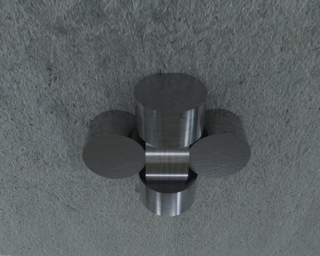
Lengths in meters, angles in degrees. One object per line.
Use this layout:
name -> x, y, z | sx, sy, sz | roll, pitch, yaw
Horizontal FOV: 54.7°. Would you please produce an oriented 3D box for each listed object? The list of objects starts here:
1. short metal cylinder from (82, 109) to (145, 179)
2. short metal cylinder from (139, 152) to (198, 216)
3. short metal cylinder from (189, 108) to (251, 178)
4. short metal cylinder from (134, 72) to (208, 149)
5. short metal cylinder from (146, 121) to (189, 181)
short metal cylinder -> -0.058, 0.022, 0.410 | 0.081, 0.050, 0.079 | -1, 130, -1
short metal cylinder -> 0.011, 0.077, 0.439 | 0.081, 0.080, 0.050 | 0, 130, 0
short metal cylinder -> 0.074, 0.021, 0.410 | 0.080, 0.050, 0.079 | 0, 131, 0
short metal cylinder -> 0.012, -0.022, 0.354 | 0.081, 0.080, 0.050 | 0, 130, 0
short metal cylinder -> 0.008, 0.028, 0.397 | 0.050, 0.080, 0.079 | 0, 130, 0
